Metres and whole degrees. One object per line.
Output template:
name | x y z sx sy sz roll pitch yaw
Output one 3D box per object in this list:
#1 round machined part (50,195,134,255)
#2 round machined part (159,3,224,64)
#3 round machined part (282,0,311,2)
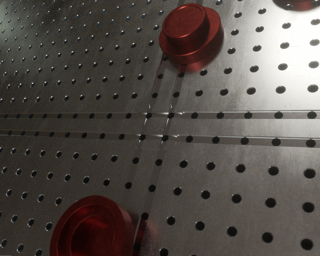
round machined part | -0.073 0.131 0.354 0.098 0.042 0.098 -13 56 20
round machined part | 0.042 -0.147 0.464 0.098 0.042 0.098 -13 56 20
round machined part | 0.202 -0.226 0.430 0.098 0.042 0.098 -13 56 20
